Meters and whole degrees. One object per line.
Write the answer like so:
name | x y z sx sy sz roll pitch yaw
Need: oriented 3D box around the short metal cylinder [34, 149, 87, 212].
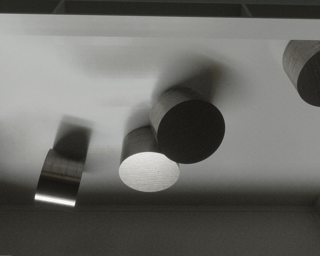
short metal cylinder | -0.137 0.073 0.433 0.050 0.080 0.079 14 129 -12

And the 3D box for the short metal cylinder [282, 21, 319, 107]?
short metal cylinder | 0.182 -0.069 0.336 0.081 0.050 0.079 0 130 0

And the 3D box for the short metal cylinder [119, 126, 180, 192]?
short metal cylinder | -0.014 0.044 0.430 0.081 0.050 0.079 0 130 0

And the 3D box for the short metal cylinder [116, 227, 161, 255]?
short metal cylinder | -0.038 0.233 0.574 0.081 0.080 0.050 -2 130 1

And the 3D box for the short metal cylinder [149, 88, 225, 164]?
short metal cylinder | 0.031 -0.004 0.374 0.081 0.050 0.079 -5 113 -11
